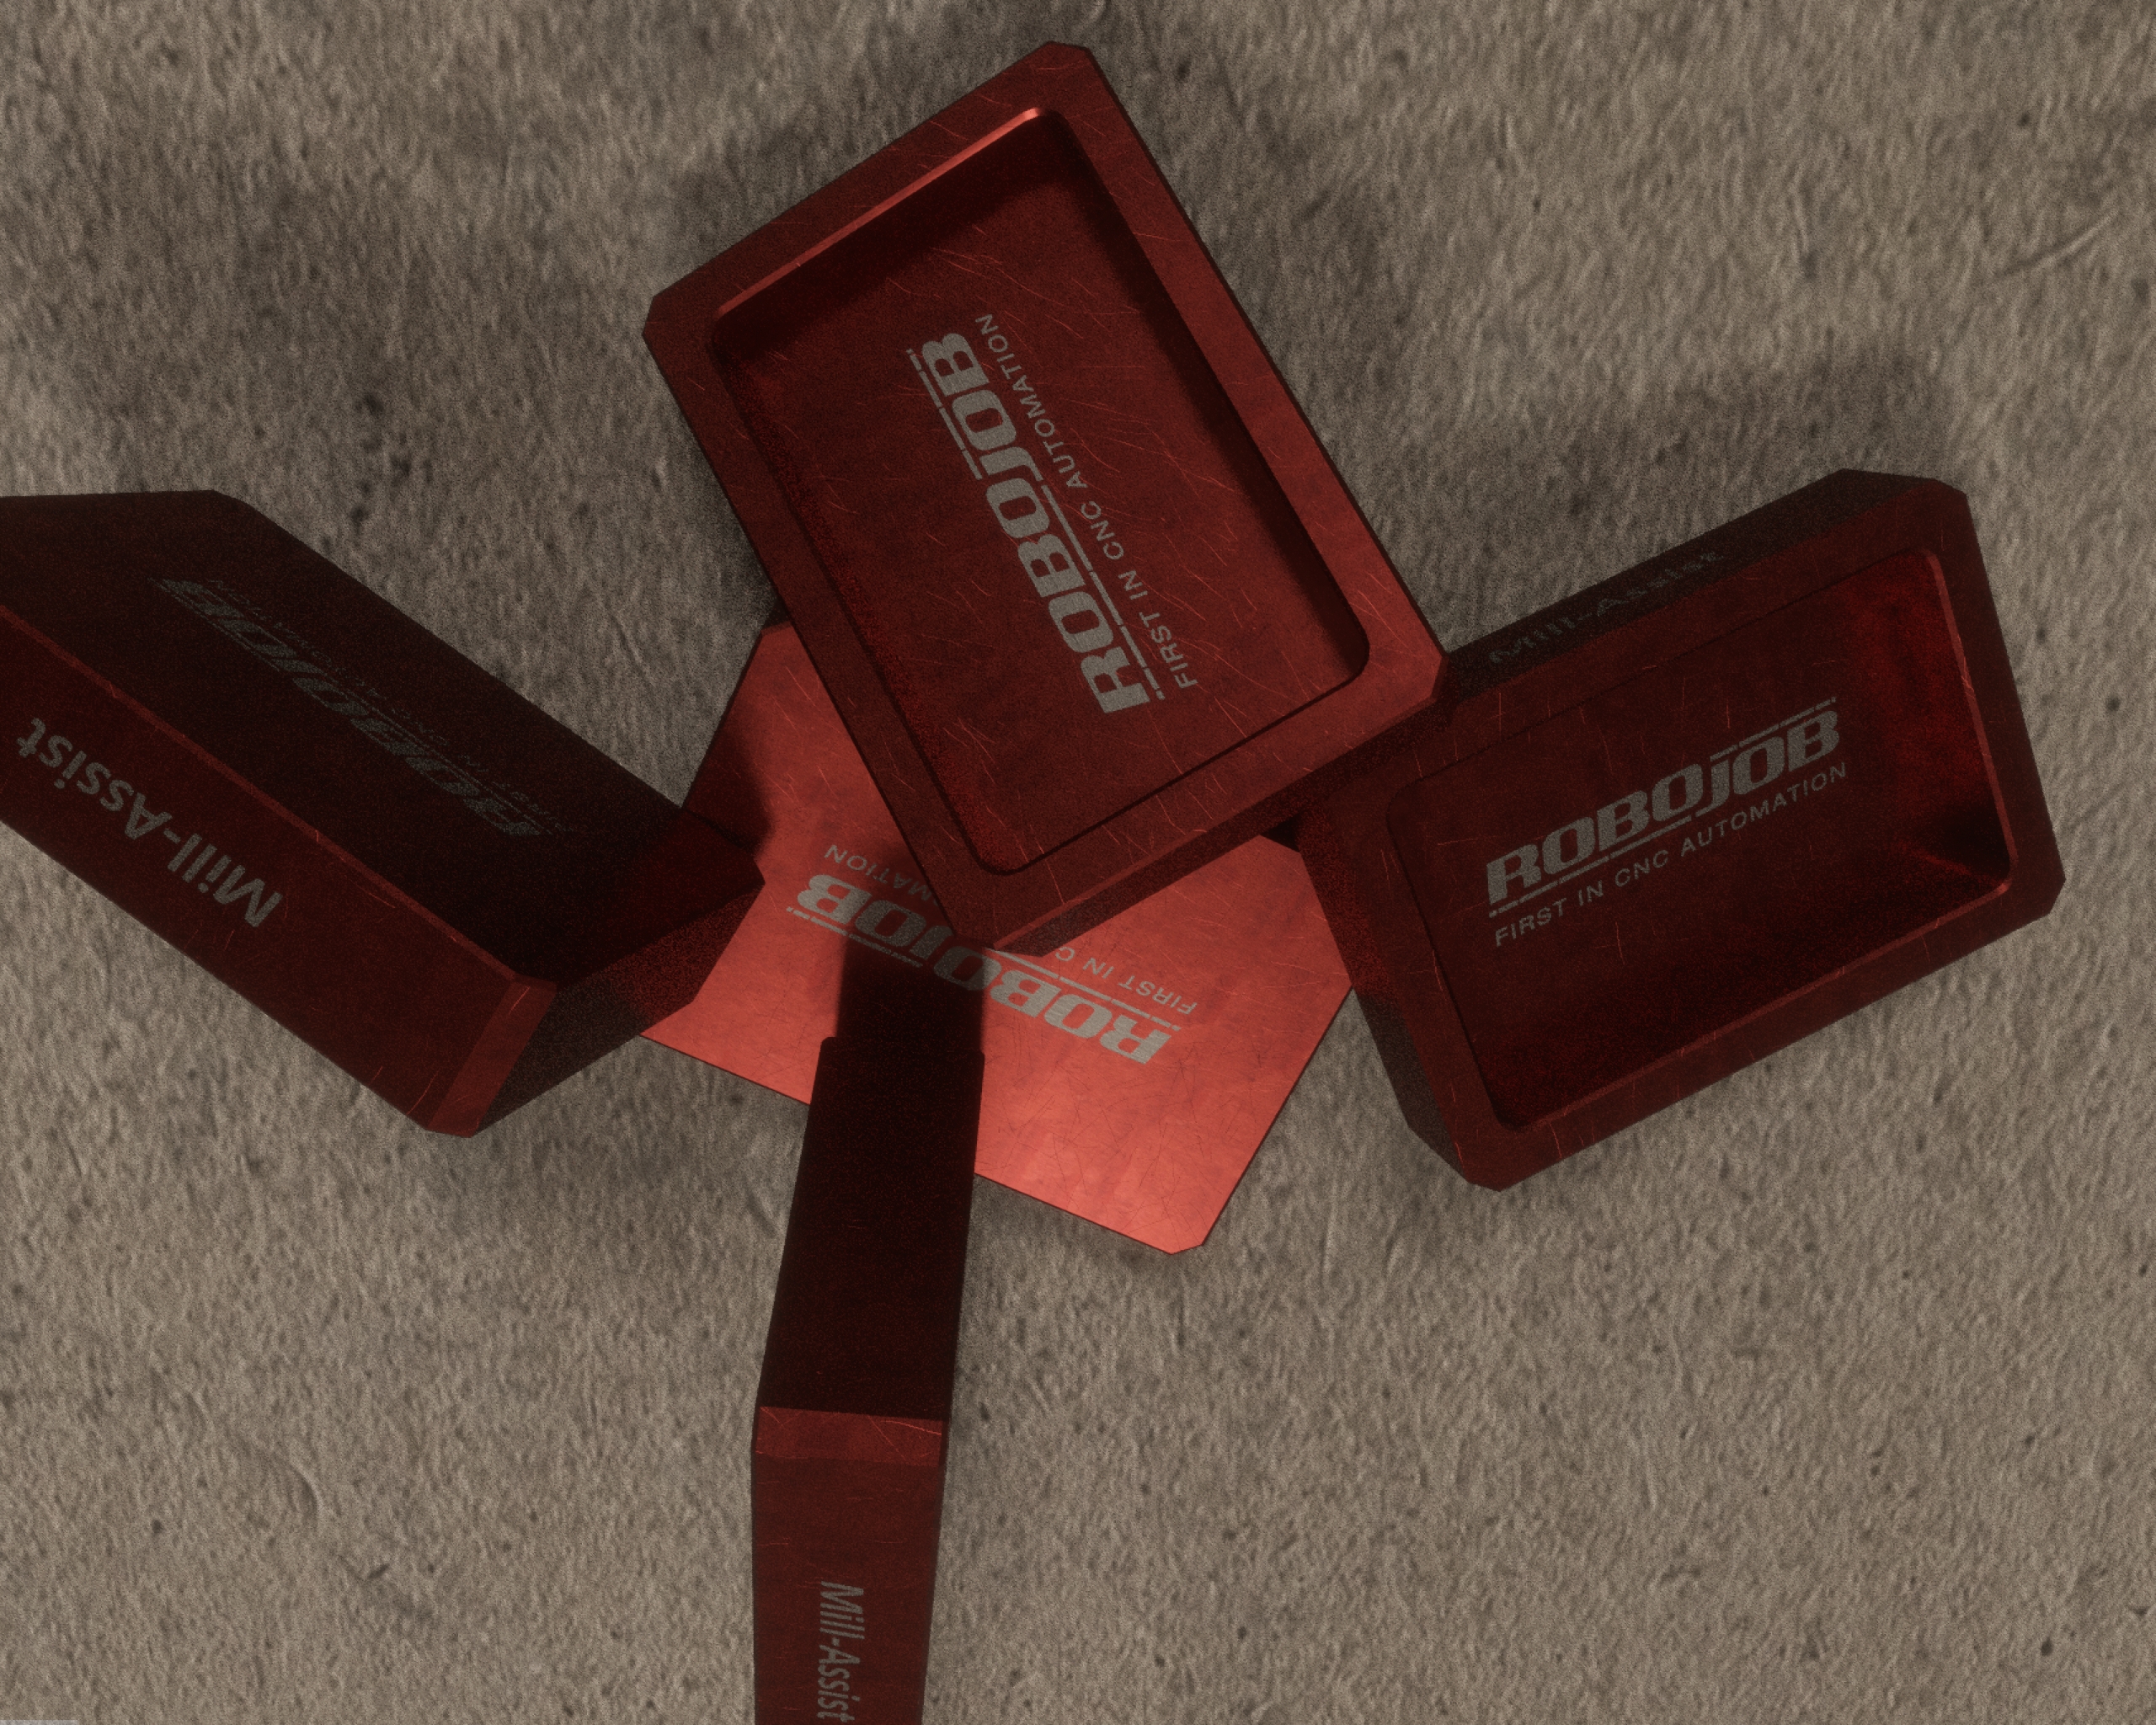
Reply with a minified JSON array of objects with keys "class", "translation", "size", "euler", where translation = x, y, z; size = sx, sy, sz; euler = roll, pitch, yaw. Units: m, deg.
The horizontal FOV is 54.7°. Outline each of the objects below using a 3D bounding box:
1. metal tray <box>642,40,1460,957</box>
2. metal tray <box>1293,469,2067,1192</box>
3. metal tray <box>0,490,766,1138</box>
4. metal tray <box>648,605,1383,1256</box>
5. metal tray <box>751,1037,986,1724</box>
[{"class":"metal tray","translation":[-0.006,-0.060,0.355],"size":[0.090,0.030,0.130],"euler":[-30,79,10]},{"class":"metal tray","translation":[0.112,-0.007,0.390],"size":[0.131,0.030,0.090],"euler":[-25,109,-7]},{"class":"metal tray","translation":[-0.128,-0.014,0.353],"size":[0.130,0.090,0.030],"euler":[35,107,5]},{"class":"metal tray","translation":[-0.016,0.013,0.413],"size":[0.131,0.030,0.089],"euler":[24,108,-9]},{"class":"metal tray","translation":[-0.039,0.108,0.395],"size":[0.030,0.090,0.129],"euler":[5,131,-2]}]
